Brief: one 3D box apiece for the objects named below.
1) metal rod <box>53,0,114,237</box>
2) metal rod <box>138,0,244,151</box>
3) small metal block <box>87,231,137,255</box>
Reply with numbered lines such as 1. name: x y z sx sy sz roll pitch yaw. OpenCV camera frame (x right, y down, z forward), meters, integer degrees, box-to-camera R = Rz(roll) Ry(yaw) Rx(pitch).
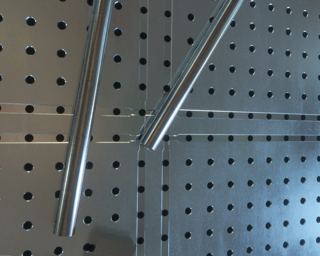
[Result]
1. metal rod: -0.092 -0.021 0.379 0.025 0.025 0.298 10 87 -20
2. metal rod: 0.058 -0.102 0.435 0.025 0.025 0.300 34 79 -17
3. small metal block: -0.063 0.164 0.390 0.050 0.025 0.050 20 83 -19
